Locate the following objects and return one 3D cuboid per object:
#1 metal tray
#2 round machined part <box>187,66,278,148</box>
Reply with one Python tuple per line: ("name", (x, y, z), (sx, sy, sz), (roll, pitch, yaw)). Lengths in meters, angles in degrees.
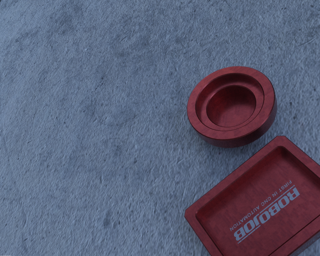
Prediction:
("metal tray", (0.100, 0.080, 0.298), (0.130, 0.030, 0.090), (-39, 51, 1))
("round machined part", (0.085, -0.020, 0.360), (0.098, 0.042, 0.098), (-13, 56, 20))
